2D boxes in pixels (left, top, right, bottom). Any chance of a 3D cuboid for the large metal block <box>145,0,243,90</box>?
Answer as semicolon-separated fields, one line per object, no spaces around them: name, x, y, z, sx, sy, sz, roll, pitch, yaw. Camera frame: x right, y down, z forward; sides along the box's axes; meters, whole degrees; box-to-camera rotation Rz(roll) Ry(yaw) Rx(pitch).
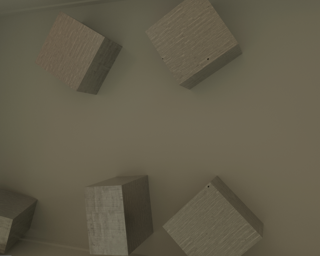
large metal block;0.043;-0.105;0.382;0.080;0.050;0.080;-34;79;16

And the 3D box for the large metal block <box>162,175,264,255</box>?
large metal block;0.065;0.117;0.374;0.080;0.050;0.080;-46;76;14

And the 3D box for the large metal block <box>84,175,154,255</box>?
large metal block;-0.050;0.107;0.398;0.050;0.080;0.080;-7;88;19

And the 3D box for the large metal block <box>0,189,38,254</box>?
large metal block;-0.240;0.130;0.452;0.080;0.080;0.050;16;96;-1

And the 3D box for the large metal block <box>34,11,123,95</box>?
large metal block;-0.114;-0.103;0.436;0.080;0.050;0.080;34;101;16
